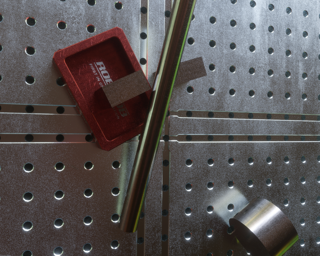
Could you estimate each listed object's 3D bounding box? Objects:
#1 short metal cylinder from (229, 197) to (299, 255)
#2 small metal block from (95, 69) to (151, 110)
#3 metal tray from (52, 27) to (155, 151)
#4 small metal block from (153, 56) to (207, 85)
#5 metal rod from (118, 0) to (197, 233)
[{"bbox_3d":[0.145,0.146,0.439,0.050,0.080,0.080,-34,102,-17],"label":"short metal cylinder"},{"bbox_3d":[-0.046,-0.045,0.369,0.050,0.050,0.025,-28,100,-18],"label":"small metal block"},{"bbox_3d":[-0.062,-0.048,0.387,0.091,0.030,0.129,-30,100,-18],"label":"metal tray"},{"bbox_3d":[0.026,-0.071,0.410,0.050,0.050,0.025,-20,97,-19],"label":"small metal block"},{"bbox_3d":[-0.005,-0.014,0.374,0.025,0.025,0.298,11,100,-20],"label":"metal rod"}]
